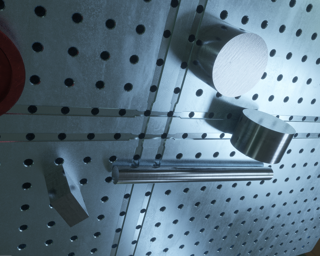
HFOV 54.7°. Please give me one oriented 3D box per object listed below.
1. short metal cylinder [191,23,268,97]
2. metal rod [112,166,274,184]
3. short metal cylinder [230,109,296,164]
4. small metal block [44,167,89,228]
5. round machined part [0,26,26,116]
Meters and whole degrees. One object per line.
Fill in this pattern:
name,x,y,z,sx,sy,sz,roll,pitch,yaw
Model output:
short metal cylinder,0.087,-0.085,0.389,0.081,0.050,0.079,-14,124,-21
metal rod,0.069,0.074,0.494,0.302,0.025,0.025,5,116,-31
short metal cylinder,0.153,0.011,0.466,0.081,0.080,0.050,4,116,-30
small metal block,-0.116,0.085,0.384,0.025,0.050,0.050,-29,128,-10
round machined part,-0.173,-0.055,0.272,0.099,0.042,0.097,-14,124,-21
